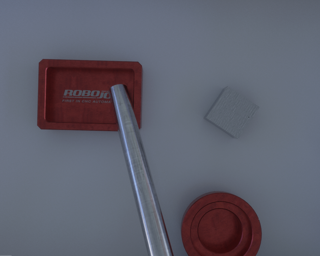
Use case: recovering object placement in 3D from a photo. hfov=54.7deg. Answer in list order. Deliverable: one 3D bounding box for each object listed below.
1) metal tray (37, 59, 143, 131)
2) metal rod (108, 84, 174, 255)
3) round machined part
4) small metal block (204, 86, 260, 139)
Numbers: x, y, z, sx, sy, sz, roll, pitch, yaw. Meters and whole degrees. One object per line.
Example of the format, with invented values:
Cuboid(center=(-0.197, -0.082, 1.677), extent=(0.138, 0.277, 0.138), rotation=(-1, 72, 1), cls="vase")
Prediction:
Cuboid(center=(-0.089, -0.041, 0.407), extent=(0.131, 0.030, 0.089), rotation=(1, 90, -1), cls="metal tray")
Cuboid(center=(-0.014, 0.081, 0.338), extent=(0.025, 0.025, 0.299), rotation=(-17, 66, 0), cls="metal rod")
Cuboid(center=(0.076, 0.131, 0.400), extent=(0.099, 0.042, 0.097), rotation=(0, 84, 1), cls="round machined part")
Cuboid(center=(0.094, -0.020, 0.413), extent=(0.050, 0.025, 0.050), rotation=(34, 90, -1), cls="small metal block")
